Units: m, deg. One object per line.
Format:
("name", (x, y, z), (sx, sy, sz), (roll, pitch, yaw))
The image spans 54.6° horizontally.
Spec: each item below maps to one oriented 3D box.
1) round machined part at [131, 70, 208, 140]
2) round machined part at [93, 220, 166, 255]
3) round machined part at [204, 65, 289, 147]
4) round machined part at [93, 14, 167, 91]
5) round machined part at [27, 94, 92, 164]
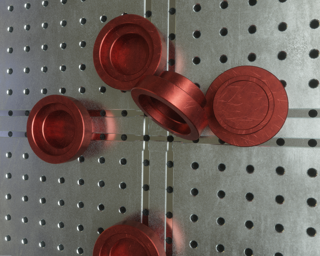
("round machined part", (0.017, -0.031, 0.374), (0.098, 0.098, 0.042), (31, 74, 17))
("round machined part", (-0.037, 0.173, 0.417), (0.098, 0.042, 0.097), (0, 90, 20))
("round machined part", (0.100, -0.026, 0.368), (0.098, 0.042, 0.097), (0, 90, 20))
("round machined part", (-0.037, -0.097, 0.417), (0.098, 0.042, 0.097), (0, 90, 20))
("round machined part", (-0.141, 0.002, 0.454), (0.098, 0.042, 0.097), (0, 90, 20))
